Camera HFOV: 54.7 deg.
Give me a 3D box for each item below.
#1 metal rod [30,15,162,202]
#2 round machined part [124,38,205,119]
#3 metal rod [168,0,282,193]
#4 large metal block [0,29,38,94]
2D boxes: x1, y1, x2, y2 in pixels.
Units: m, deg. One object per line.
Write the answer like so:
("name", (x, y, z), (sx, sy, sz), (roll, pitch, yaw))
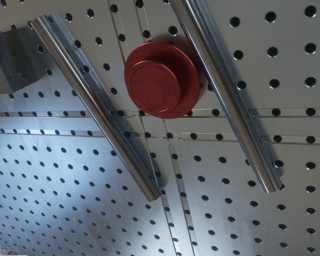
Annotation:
("metal rod", (-0.084, -0.018, 0.442), (0.025, 0.025, 0.299), (-21, 108, 35))
("round machined part", (0.000, -0.053, 0.366), (0.098, 0.042, 0.097), (13, 124, 20))
("metal rod", (0.067, -0.053, 0.342), (0.025, 0.025, 0.299), (-19, 109, 35))
("large metal block", (-0.244, -0.096, 0.461), (0.080, 0.050, 0.080), (-1, 118, 28))
